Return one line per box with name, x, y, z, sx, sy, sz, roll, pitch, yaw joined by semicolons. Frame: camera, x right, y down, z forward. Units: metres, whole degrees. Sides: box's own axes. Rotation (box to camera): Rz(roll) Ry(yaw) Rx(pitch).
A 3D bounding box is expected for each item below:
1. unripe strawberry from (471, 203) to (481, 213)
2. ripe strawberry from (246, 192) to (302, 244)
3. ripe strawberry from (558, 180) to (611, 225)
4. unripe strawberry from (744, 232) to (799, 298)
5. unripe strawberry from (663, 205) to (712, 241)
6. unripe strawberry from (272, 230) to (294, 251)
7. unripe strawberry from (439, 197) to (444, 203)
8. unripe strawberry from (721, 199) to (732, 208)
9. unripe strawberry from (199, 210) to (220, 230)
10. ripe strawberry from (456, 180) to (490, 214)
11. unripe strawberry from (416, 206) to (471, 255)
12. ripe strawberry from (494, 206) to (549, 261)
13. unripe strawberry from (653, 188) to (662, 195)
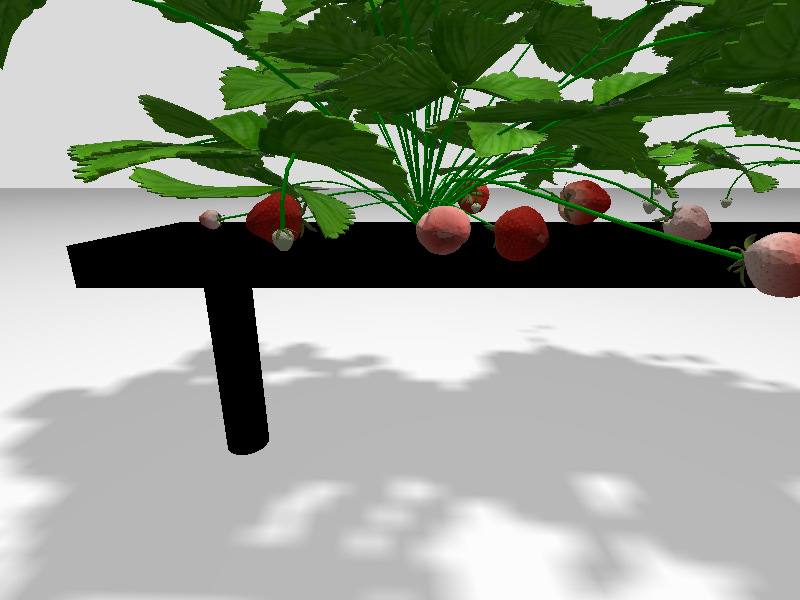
unripe strawberry;0.090;-0.109;0.475;0.011;0.011;0.010;9;19;26
ripe strawberry;-0.084;-0.054;0.267;0.036;0.035;0.033;-13;22;-35
ripe strawberry;0.170;-0.089;0.367;0.041;0.040;0.045;-3;17;-10
unripe strawberry;0.143;-0.012;0.145;0.027;0.023;0.027;-10;20;-29
unripe strawberry;0.192;-0.049;0.265;0.026;0.025;0.028;33;27;14
unripe strawberry;-0.053;-0.027;0.180;0.009;0.010;0.010;7;19;22
unripe strawberry;0.050;-0.109;0.468;0.021;0.022;0.023;4;17;13
unripe strawberry;0.394;-0.117;0.483;0.011;0.011;0.010;-9;19;-26
unripe strawberry;-0.165;-0.070;0.347;0.017;0.017;0.016;0;17;1
ripe strawberry;0.091;-0.127;0.497;0.040;0.042;0.044;7;5;23
unripe strawberry;0.025;-0.038;0.223;0.031;0.028;0.028;-1;18;-2
ripe strawberry;0.066;-0.035;0.214;0.028;0.030;0.031;-6;19;-18
unripe strawberry;0.401;-0.169;0.625;0.011;0.011;0.011;-4;18;-12
